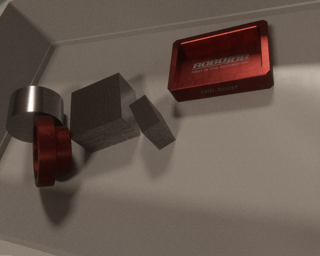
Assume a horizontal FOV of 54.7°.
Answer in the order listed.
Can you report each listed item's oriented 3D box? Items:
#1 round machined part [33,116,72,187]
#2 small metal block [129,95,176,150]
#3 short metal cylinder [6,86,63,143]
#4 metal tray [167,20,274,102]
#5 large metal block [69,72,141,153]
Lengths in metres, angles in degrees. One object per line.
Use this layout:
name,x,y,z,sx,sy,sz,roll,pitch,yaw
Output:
round machined part,-0.150,0.031,0.430,0.098,0.042,0.097,5,95,63
small metal block,-0.010,-0.007,0.398,0.025,0.050,0.050,-34,52,6
short metal cylinder,-0.192,-0.019,0.480,0.080,0.080,0.050,-23,54,14
metal tray,0.079,-0.088,0.413,0.130,0.030,0.090,-7,59,24
large metal block,-0.079,-0.021,0.442,0.080,0.050,0.080,-20,54,16
